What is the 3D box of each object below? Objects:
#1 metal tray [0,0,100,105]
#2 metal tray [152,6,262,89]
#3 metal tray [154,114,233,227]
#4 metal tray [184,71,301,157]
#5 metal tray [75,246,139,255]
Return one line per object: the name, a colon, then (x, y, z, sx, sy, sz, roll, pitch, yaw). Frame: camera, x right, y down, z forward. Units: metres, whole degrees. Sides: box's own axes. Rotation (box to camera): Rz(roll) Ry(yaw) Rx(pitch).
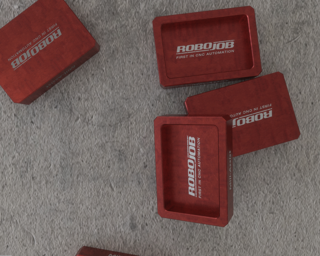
metal tray: (-0.158, -0.103, 0.406, 0.130, 0.030, 0.090, -38, 90, 0)
metal tray: (0.060, -0.104, 0.407, 0.131, 0.030, 0.089, -7, 90, 0)
metal tray: (0.041, 0.049, 0.381, 0.090, 0.030, 0.129, 1, 98, 25)
metal tray: (0.106, -0.013, 0.408, 0.131, 0.030, 0.090, -16, 90, 0)
metal tray: (-0.052, 0.215, 0.407, 0.131, 0.030, 0.089, 10, 90, 0)
